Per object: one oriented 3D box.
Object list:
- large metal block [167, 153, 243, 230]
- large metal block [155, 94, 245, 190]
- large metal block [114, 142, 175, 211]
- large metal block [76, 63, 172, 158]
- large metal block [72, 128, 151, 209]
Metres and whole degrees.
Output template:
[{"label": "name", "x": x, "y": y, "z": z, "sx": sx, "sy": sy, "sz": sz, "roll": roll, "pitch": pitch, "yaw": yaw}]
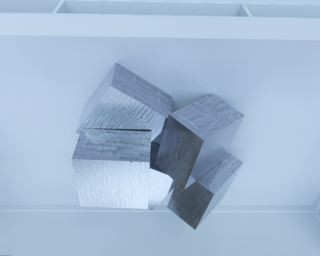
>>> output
[{"label": "large metal block", "x": 0.062, "y": 0.080, "z": 0.431, "sx": 0.050, "sy": 0.081, "sz": 0.079, "roll": 35, "pitch": 133, "yaw": 22}, {"label": "large metal block", "x": 0.047, "y": 0.015, "z": 0.376, "sx": 0.081, "sy": 0.050, "sz": 0.079, "roll": -27, "pitch": 145, "yaw": -40}, {"label": "large metal block", "x": -0.026, "y": 0.065, "z": 0.442, "sx": 0.080, "sy": 0.050, "sz": 0.080, "roll": 24, "pitch": 126, "yaw": -19}, {"label": "large metal block", "x": -0.042, "y": -0.017, "z": 0.376, "sx": 0.080, "sy": 0.050, "sz": 0.080, "roll": 29, "pitch": 124, "yaw": -23}, {"label": "large metal block", "x": -0.052, "y": 0.049, "z": 0.364, "sx": 0.081, "sy": 0.050, "sz": 0.079, "roll": 3, "pitch": 129, "yaw": -1}]
